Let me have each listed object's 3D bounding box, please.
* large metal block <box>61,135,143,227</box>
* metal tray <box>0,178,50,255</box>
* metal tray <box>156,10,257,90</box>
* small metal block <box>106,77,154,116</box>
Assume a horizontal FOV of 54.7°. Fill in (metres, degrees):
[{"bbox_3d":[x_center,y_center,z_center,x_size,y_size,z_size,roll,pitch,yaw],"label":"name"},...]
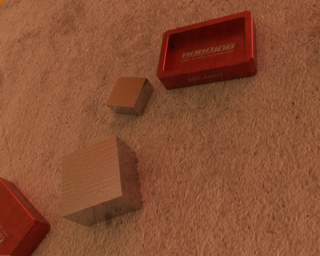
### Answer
[{"bbox_3d":[-0.073,0.067,0.385,0.080,0.050,0.080,-22,54,15],"label":"large metal block"},{"bbox_3d":[-0.222,0.137,0.433,0.130,0.030,0.090,28,77,37],"label":"metal tray"},{"bbox_3d":[0.065,-0.107,0.431,0.130,0.030,0.090,-6,59,25],"label":"metal tray"},{"bbox_3d":[-0.044,-0.047,0.456,0.050,0.025,0.050,8,66,31],"label":"small metal block"}]
